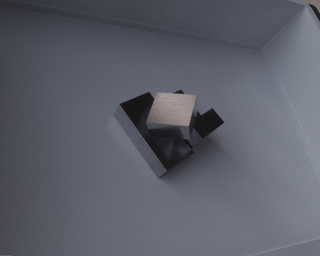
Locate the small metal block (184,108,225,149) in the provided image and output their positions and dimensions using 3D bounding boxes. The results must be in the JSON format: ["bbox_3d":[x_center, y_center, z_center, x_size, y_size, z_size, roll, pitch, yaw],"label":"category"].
[{"bbox_3d":[0.050,0.005,0.413,0.050,0.050,0.025,-32,80,-39],"label":"small metal block"}]

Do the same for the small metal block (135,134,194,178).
[{"bbox_3d":[0.006,0.027,0.392,0.050,0.025,0.050,-28,77,-38],"label":"small metal block"}]

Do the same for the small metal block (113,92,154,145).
[{"bbox_3d":[-0.023,-0.013,0.401,0.050,0.025,0.050,-28,77,-38],"label":"small metal block"}]

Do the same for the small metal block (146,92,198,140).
[{"bbox_3d":[0.016,-0.015,0.375,0.050,0.025,0.050,6,51,15],"label":"small metal block"}]

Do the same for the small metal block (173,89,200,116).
[{"bbox_3d":[0.022,-0.020,0.429,0.050,0.025,0.050,-28,77,-38],"label":"small metal block"}]
